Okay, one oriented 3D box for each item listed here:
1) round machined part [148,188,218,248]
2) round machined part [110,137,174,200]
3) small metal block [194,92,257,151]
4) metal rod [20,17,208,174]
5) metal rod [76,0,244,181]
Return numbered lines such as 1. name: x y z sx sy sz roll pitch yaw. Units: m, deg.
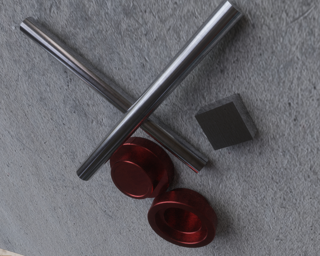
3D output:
1. round machined part: 0.035 0.126 0.450 0.098 0.042 0.097 11 128 14
2. round machined part: -0.032 0.065 0.453 0.098 0.042 0.097 13 124 21
3. small metal block: 0.077 -0.007 0.362 0.050 0.025 0.050 -22 107 36
4. metal rod: -0.061 -0.044 0.411 0.300 0.025 0.025 39 129 1
5. metal rod: -0.019 -0.026 0.373 0.025 0.025 0.299 44 120 -2
